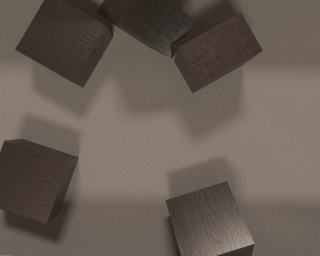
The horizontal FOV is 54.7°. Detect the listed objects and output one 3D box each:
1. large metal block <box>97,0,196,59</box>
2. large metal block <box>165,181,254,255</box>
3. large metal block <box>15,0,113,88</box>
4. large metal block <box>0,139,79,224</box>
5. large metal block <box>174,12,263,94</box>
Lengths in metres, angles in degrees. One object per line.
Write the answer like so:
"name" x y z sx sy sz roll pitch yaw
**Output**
"large metal block" -0.019 -0.131 0.365 0.080 0.080 0.050 26 101 -32
"large metal block" 0.059 0.122 0.380 0.080 0.050 0.080 -17 52 -1
"large metal block" -0.119 -0.109 0.397 0.080 0.050 0.080 30 90 -1
"large metal block" -0.162 0.065 0.397 0.080 0.050 0.080 19 90 -1
"large metal block" 0.067 -0.088 0.385 0.080 0.080 0.050 -30 91 0
